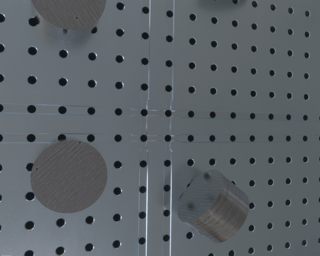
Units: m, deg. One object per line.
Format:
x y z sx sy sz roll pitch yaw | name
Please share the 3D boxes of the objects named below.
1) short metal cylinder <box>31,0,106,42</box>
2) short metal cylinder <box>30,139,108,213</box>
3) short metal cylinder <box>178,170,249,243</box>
-0.107 -0.147 0.359 0.081 0.050 0.079 0 90 -20 | short metal cylinder
-0.106 0.053 0.360 0.081 0.050 0.079 0 90 -20 | short metal cylinder
0.069 0.102 0.409 0.050 0.080 0.080 41 77 -16 | short metal cylinder
